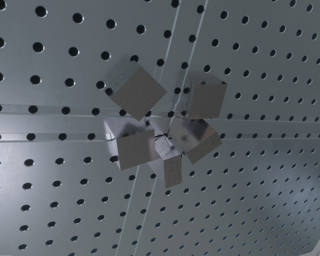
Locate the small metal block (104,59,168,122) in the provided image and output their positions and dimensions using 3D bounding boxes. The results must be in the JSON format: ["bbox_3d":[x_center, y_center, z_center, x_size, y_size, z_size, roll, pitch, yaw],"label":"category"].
[{"bbox_3d":[-0.028,-0.044,0.368,0.050,0.025,0.050,-47,129,4],"label":"small metal block"}]

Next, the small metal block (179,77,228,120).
[{"bbox_3d":[0.057,-0.040,0.417,0.050,0.025,0.050,-4,121,-26],"label":"small metal block"}]

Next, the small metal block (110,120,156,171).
[{"bbox_3d":[-0.034,0.022,0.406,0.050,0.025,0.050,-16,125,-19],"label":"small metal block"}]

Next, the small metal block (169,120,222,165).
[{"bbox_3d":[0.049,0.015,0.430,0.050,0.050,0.025,-35,129,-5],"label":"small metal block"}]

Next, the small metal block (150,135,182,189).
[{"bbox_3d":[0.007,0.046,0.426,0.025,0.050,0.050,-17,125,-19],"label":"small metal block"}]
